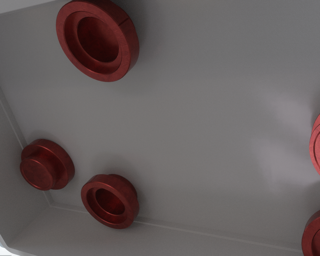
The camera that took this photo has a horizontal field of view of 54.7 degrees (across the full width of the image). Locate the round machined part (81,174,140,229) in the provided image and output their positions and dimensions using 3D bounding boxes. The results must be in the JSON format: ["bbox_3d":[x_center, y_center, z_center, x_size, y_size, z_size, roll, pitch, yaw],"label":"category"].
[{"bbox_3d":[-0.077,0.115,0.509,0.098,0.042,0.097,13,124,21],"label":"round machined part"}]

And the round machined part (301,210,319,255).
[{"bbox_3d":[0.218,0.132,0.354,0.098,0.042,0.097,9,108,30],"label":"round machined part"}]

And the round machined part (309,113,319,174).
[{"bbox_3d":[0.179,0.020,0.283,0.098,0.042,0.097,39,135,55],"label":"round machined part"}]

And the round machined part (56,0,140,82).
[{"bbox_3d":[-0.067,-0.106,0.360,0.098,0.042,0.097,18,137,18],"label":"round machined part"}]

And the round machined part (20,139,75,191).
[{"bbox_3d":[-0.205,0.071,0.545,0.098,0.042,0.097,11,123,17],"label":"round machined part"}]
